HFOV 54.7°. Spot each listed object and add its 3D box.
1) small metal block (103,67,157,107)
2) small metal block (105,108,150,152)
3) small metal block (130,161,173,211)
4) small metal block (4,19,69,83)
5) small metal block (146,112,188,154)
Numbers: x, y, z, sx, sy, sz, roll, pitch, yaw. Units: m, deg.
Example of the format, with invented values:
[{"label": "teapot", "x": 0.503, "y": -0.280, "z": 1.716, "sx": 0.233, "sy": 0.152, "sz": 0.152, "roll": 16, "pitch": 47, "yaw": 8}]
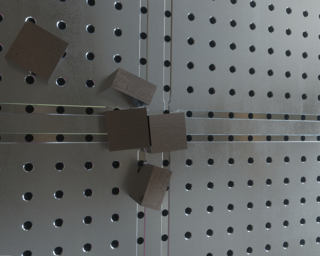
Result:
[{"label": "small metal block", "x": -0.038, "y": -0.049, "z": 0.386, "sx": 0.050, "sy": 0.050, "sz": 0.025, "roll": 24, "pitch": 82, "yaw": -19}, {"label": "small metal block", "x": -0.041, "y": 0.001, "z": 0.393, "sx": 0.050, "sy": 0.025, "sz": 0.050, "roll": -5, "pitch": 92, "yaw": -7}, {"label": "small metal block", "x": -0.012, "y": 0.073, "z": 0.396, "sx": 0.025, "sy": 0.050, "sz": 0.050, "roll": 21, "pitch": 83, "yaw": -19}, {"label": "small metal block", "x": -0.142, "y": -0.088, "z": 0.360, "sx": 0.050, "sy": 0.025, "sz": 0.050, "roll": 29, "pitch": 81, "yaw": -18}, {"label": "small metal block", "x": 0.007, "y": 0.006, "z": 0.416, "sx": 0.050, "sy": 0.025, "sz": 0.050, "roll": -6, "pitch": 92, "yaw": -21}]
